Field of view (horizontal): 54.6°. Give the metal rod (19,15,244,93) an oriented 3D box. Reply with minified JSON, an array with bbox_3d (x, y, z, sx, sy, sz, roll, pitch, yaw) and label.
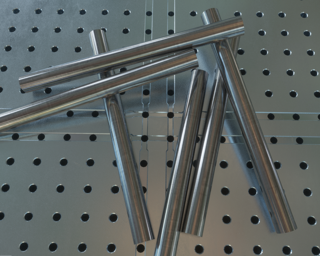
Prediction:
[{"bbox_3d":[-0.042,-0.095,0.410,0.301,0.025,0.025,-13,70,7],"label":"metal rod"}]

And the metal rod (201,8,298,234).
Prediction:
[{"bbox_3d":[0.110,-0.019,0.399,0.025,0.025,0.299,-15,78,-5],"label":"metal rod"}]

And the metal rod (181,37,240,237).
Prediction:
[{"bbox_3d":[0.074,-0.011,0.416,0.025,0.025,0.299,13,70,5],"label":"metal rod"}]

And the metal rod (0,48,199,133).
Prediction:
[{"bbox_3d":[-0.097,-0.044,0.404,0.301,0.025,0.025,-18,71,2],"label":"metal rod"}]

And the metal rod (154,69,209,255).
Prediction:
[{"bbox_3d":[0.025,0.061,0.389,0.025,0.025,0.299,11,70,4],"label":"metal rod"}]

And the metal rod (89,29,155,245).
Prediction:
[{"bbox_3d":[-0.056,-0.003,0.412,0.025,0.025,0.299,-14,71,-5],"label":"metal rod"}]
